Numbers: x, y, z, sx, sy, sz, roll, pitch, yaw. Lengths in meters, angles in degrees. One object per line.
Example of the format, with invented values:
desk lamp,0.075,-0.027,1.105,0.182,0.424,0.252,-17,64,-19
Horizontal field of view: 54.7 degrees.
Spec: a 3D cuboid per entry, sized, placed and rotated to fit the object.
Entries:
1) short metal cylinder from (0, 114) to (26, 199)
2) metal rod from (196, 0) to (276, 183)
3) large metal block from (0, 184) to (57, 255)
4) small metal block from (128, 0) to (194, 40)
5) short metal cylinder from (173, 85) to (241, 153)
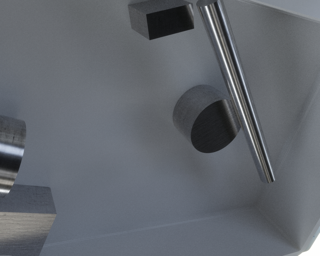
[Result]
short metal cylinder,-0.169,0.024,0.296,0.050,0.080,0.080,18,109,-36
metal rod,0.108,-0.024,0.390,0.025,0.025,0.299,-36,129,-5
large metal block,-0.179,0.114,0.366,0.081,0.050,0.080,14,111,-34
small metal block,0.000,-0.116,0.322,0.050,0.050,0.025,-20,126,-17
short metal cylinder,0.065,-0.013,0.422,0.081,0.050,0.079,-14,125,-21
